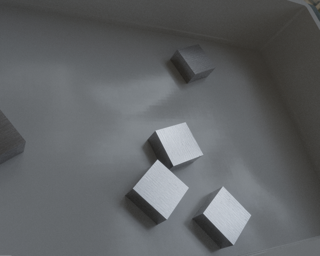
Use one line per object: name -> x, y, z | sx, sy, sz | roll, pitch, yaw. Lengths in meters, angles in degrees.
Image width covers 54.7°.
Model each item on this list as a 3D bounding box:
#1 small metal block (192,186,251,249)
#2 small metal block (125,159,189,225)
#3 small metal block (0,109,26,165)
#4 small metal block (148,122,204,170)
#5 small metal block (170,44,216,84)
small metal block -> 0.077, 0.110, 0.382 | 0.050, 0.025, 0.050 | 46, 51, 3
small metal block -> -0.003, 0.074, 0.360 | 0.050, 0.025, 0.050 | 42, 51, 1
small metal block -> -0.172, 0.012, 0.306 | 0.050, 0.025, 0.050 | 49, 51, 6
small metal block -> 0.020, 0.025, 0.403 | 0.050, 0.025, 0.050 | -16, 70, -35
small metal block -> 0.053, -0.104, 0.500 | 0.050, 0.025, 0.050 | -24, 75, -37
